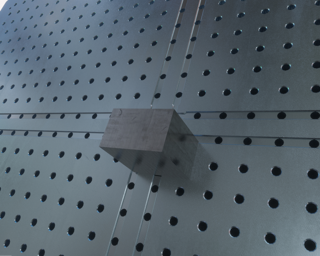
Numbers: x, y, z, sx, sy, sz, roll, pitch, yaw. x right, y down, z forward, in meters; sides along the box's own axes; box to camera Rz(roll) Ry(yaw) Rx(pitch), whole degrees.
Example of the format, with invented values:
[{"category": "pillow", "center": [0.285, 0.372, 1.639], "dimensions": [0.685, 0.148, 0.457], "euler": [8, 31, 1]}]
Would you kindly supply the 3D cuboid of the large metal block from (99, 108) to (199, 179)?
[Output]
[{"category": "large metal block", "center": [-0.010, 0.019, 0.367], "dimensions": [0.080, 0.080, 0.050], "euler": [2, 63, 29]}]
